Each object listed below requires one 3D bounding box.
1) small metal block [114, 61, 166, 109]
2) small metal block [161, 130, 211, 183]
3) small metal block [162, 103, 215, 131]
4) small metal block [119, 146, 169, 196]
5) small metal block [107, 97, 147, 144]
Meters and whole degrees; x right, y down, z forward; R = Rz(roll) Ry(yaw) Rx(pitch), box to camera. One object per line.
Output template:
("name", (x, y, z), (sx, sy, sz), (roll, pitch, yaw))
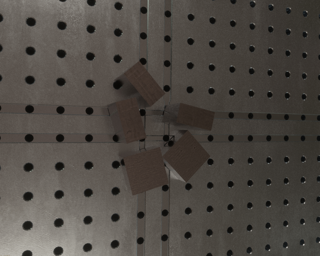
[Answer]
("small metal block", (-0.026, -0.052, 0.390), (0.025, 0.050, 0.050), (-43, 104, -15))
("small metal block", (0.032, 0.038, 0.426), (0.050, 0.025, 0.050), (-45, 105, -15))
("small metal block", (0.037, -0.014, 0.414), (0.050, 0.050, 0.025), (13, 86, -20))
("small metal block", (-0.021, 0.055, 0.406), (0.050, 0.025, 0.050), (-15, 95, -20))
("small metal block", (-0.042, -0.009, 0.385), (0.025, 0.050, 0.050), (-17, 96, -20))
